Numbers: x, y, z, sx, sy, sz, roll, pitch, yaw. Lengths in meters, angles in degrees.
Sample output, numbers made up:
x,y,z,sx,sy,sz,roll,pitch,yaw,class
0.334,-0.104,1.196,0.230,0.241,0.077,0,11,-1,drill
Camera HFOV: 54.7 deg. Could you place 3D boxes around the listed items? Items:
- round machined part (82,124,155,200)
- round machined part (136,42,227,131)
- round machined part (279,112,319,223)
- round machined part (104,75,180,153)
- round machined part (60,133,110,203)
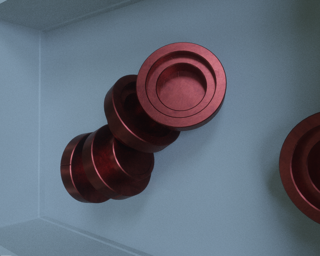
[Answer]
x,y,z,sx,sy,sz,roll,pitch,yaw,class
-0.045,0.038,0.395,0.042,0.099,0.098,-28,73,36,round machined part
0.025,-0.044,0.355,0.098,0.042,0.098,-2,78,8,round machined part
0.157,0.033,0.261,0.098,0.042,0.097,0,90,46,round machined part
-0.025,-0.013,0.379,0.042,0.099,0.098,-39,66,41,round machined part
-0.083,0.053,0.425,0.042,0.099,0.097,-9,85,35,round machined part
